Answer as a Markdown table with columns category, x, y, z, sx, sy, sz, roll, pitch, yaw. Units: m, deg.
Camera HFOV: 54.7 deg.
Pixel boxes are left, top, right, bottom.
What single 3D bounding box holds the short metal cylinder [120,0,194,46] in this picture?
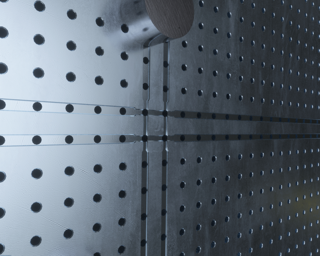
| category | x | y | z | sx | sy | sz | roll | pitch | yaw |
| --- | --- | --- | --- | --- | --- | --- | --- | --- | --- |
| short metal cylinder | -0.003 | -0.149 | 0.392 | 0.081 | 0.050 | 0.079 | 0 | 90 | -40 |
